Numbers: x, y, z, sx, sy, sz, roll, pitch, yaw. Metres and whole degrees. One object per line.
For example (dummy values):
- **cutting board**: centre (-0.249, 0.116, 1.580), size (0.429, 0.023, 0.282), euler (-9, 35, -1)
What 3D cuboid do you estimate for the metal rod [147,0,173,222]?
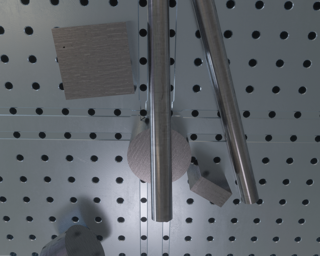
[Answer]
- **metal rod**: centre (0.000, -0.041, 0.357), size (0.025, 0.025, 0.298), euler (-1, 95, 0)

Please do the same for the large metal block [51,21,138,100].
- **large metal block**: centre (-0.073, -0.082, 0.369), size (0.080, 0.050, 0.079), euler (-5, 110, 1)

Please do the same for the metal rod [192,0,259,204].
- **metal rod**: centre (0.088, -0.030, 0.403), size (0.025, 0.025, 0.298), euler (-16, 110, 6)

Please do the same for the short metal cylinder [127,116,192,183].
- **short metal cylinder**: centre (-0.001, 0.027, 0.410), size (0.081, 0.050, 0.079), euler (0, 110, 0)

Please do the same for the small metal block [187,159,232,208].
- **small metal block**: centre (0.067, 0.075, 0.429), size (0.050, 0.050, 0.025), euler (31, 107, -11)

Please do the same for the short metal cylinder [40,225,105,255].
- **short metal cylinder**: centre (-0.126, 0.191, 0.453), size (0.050, 0.080, 0.080), euler (-37, 106, 12)
